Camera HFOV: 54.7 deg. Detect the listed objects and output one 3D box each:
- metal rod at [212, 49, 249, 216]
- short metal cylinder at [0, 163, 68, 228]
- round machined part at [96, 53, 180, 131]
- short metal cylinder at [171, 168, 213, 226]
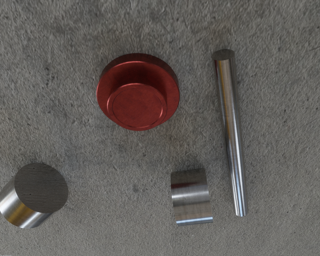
[{"bbox_3d":[0.104,0.030,0.434,0.025,0.025,0.299,-11,130,8],"label":"metal rod"},{"bbox_3d":[-0.183,0.098,0.452,0.080,0.080,0.050,34,122,-26],"label":"short metal cylinder"},{"bbox_3d":[-0.026,-0.035,0.366,0.099,0.042,0.097,-1,130,0],"label":"round machined part"},{"bbox_3d":[0.047,0.102,0.459,0.050,0.080,0.080,-9,130,7],"label":"short metal cylinder"}]
